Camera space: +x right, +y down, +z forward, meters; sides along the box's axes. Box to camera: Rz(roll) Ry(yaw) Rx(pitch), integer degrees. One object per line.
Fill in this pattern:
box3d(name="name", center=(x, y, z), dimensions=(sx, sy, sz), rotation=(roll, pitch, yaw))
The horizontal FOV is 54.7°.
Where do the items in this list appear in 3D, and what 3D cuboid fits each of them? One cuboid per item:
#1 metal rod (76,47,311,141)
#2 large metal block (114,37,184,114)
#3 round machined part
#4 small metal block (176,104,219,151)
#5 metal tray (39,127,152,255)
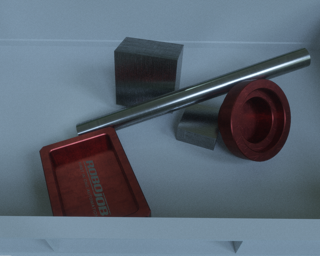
box3d(name="metal rod", center=(0.040, -0.042, 0.395), dimensions=(0.301, 0.025, 0.025), rotation=(-18, 51, 2))
box3d(name="large metal block", center=(-0.015, -0.072, 0.424), dimensions=(0.080, 0.079, 0.050), rotation=(10, 38, 8))
box3d(name="round machined part", center=(0.111, -0.010, 0.381), dimensions=(0.099, 0.098, 0.042), rotation=(-32, 17, -24))
box3d(name="small metal block", center=(0.054, -0.003, 0.409), dimensions=(0.050, 0.025, 0.050), rotation=(16, 52, 12))
box3d(name="metal tray", center=(-0.074, 0.064, 0.344), dimensions=(0.091, 0.030, 0.130), rotation=(-18, 51, -15))
